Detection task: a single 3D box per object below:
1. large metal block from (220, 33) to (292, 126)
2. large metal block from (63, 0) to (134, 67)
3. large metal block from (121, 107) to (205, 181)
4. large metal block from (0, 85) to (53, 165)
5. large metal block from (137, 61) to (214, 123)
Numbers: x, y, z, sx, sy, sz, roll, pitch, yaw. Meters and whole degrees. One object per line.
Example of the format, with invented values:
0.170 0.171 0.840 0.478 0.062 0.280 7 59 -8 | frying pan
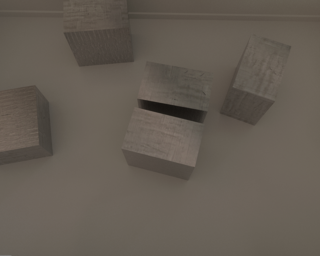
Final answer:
0.122 -0.060 0.404 0.050 0.080 0.080 21 71 7 | large metal block
-0.081 -0.131 0.427 0.081 0.080 0.050 -6 70 -3 | large metal block
0.004 0.022 0.372 0.080 0.080 0.050 14 71 4 | large metal block
-0.188 -0.001 0.395 0.081 0.050 0.080 -10 71 -4 | large metal block
0.019 -0.035 0.394 0.080 0.080 0.050 11 71 3 | large metal block
